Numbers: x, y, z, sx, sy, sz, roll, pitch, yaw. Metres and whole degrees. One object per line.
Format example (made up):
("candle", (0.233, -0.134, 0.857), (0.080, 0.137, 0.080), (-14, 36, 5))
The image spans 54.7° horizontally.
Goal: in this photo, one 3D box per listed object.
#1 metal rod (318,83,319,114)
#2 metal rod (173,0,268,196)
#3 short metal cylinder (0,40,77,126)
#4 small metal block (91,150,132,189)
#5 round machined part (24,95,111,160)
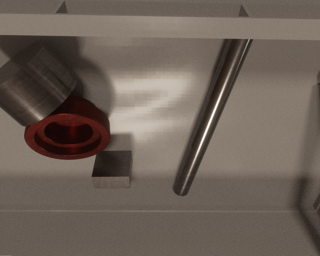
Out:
("metal rod", (0.234, 0.086, 0.408), (0.025, 0.025, 0.298), (-11, 105, 8))
("metal rod", (0.063, -0.013, 0.399), (0.025, 0.025, 0.298), (9, 130, -8))
("short metal cylinder", (-0.137, -0.048, 0.330), (0.080, 0.080, 0.050), (-24, 126, 19))
("small metal block", (-0.067, 0.059, 0.442), (0.050, 0.050, 0.025), (0, 130, 0))
("round machined part", (-0.112, -0.003, 0.383), (0.099, 0.042, 0.098), (-6, 145, -4))
